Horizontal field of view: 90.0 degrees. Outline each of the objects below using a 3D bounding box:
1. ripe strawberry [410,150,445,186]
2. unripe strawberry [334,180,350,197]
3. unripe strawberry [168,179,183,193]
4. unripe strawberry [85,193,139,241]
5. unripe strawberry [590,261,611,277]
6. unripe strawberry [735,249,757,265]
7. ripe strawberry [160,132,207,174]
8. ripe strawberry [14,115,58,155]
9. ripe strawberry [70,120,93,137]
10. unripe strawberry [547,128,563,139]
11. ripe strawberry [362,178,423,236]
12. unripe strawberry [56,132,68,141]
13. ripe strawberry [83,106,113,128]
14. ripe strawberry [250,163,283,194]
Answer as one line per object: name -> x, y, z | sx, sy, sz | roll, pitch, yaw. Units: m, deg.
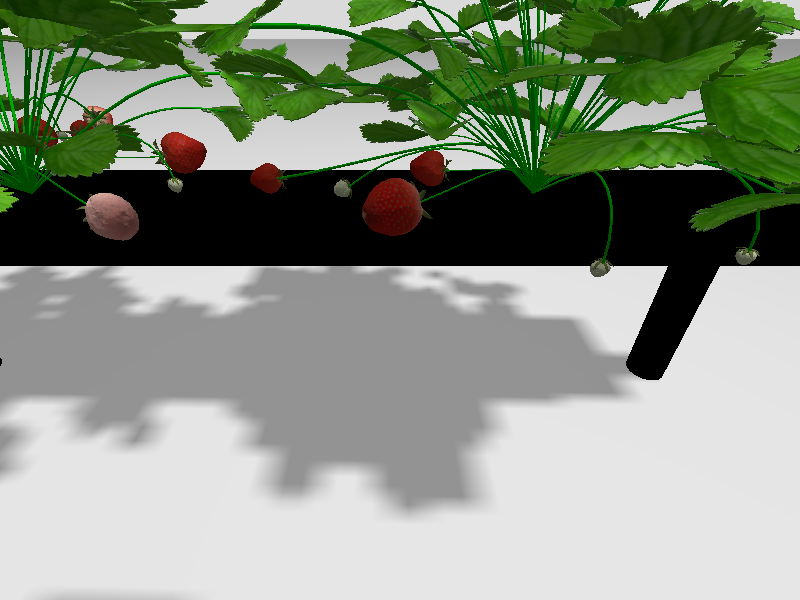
ripe strawberry -> 0.025, -0.122, 0.372 | 0.033, 0.032, 0.031 | 8, 36, 13
unripe strawberry -> -0.050, -0.096, 0.346 | 0.014, 0.015, 0.013 | -13, 35, 5
unripe strawberry -> -0.187, -0.096, 0.335 | 0.011, 0.011, 0.011 | 5, 35, 7
unripe strawberry -> -0.193, -0.055, 0.271 | 0.032, 0.033, 0.029 | 22, 40, 28
unripe strawberry -> 0.117, -0.018, 0.234 | 0.011, 0.010, 0.010 | 1, 35, 1
unripe strawberry -> 0.204, -0.025, 0.237 | 0.009, 0.010, 0.010 | -19, 39, -25
ripe strawberry -> -0.218, -0.150, 0.406 | 0.040, 0.040, 0.037 | -19, 39, -26
ripe strawberry -> -0.412, -0.187, 0.454 | 0.037, 0.042, 0.040 | -20, 39, -26
ripe strawberry -> -0.386, -0.205, 0.490 | 0.026, 0.030, 0.028 | -11, 36, -15
unripe strawberry -> 0.201, -0.215, 0.509 | 0.028, 0.025, 0.026 | 14, 1, 19
ripe strawberry -> -0.007, -0.063, 0.279 | 0.042, 0.041, 0.039 | -21, 40, -27
unripe strawberry -> -0.400, -0.193, 0.475 | 0.011, 0.011, 0.011 | -15, 37, -20
ripe strawberry -> -0.413, -0.248, 0.551 | 0.033, 0.035, 0.036 | -11, 17, -15
ripe strawberry -> -0.119, -0.108, 0.355 | 0.027, 0.026, 0.025 | 0, 35, 1
